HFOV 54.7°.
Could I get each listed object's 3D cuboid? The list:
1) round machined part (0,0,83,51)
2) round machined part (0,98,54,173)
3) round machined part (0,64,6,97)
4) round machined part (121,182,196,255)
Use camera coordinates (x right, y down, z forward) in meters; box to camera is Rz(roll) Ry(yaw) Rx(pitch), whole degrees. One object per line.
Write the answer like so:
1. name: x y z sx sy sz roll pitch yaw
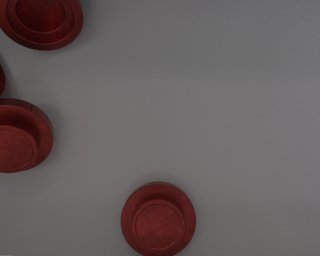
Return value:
1. round machined part: -0.147 -0.147 0.383 0.099 0.098 0.042 -16 56 0
2. round machined part: -0.183 0.016 0.378 0.099 0.042 0.097 -7 122 -12
3. round machined part: -0.249 -0.062 0.381 0.042 0.099 0.098 -28 90 33
4. round machined part: -0.002 0.122 0.403 0.099 0.042 0.097 0 90 0
